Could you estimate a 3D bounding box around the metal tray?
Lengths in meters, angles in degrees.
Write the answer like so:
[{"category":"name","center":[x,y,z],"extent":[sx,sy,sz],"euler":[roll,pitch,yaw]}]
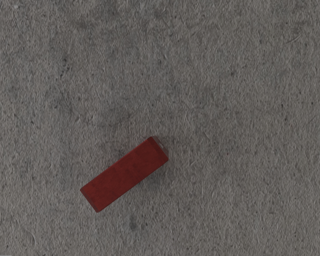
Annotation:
[{"category":"metal tray","center":[-0.034,0.048,0.370],"extent":[0.090,0.130,0.030],"euler":[-37,88,0]}]
